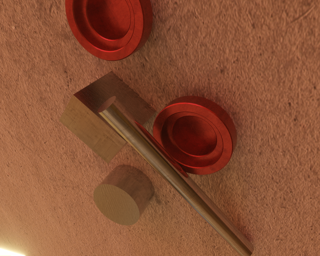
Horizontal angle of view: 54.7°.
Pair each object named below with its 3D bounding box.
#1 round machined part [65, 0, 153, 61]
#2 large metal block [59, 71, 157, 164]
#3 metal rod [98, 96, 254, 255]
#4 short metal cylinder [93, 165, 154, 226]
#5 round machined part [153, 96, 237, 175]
[{"bbox_3d":[-0.052,-0.128,0.344,0.098,0.042,0.097,13,124,21],"label":"round machined part"},{"bbox_3d":[-0.064,-0.016,0.395,0.080,0.080,0.050,42,129,-1],"label":"large metal block"},{"bbox_3d":[0.035,0.076,0.388,0.025,0.025,0.300,-22,122,36],"label":"metal rod"},{"bbox_3d":[-0.056,0.105,0.485,0.080,0.050,0.079,13,124,21],"label":"short metal cylinder"},{"bbox_3d":[0.045,0.005,0.376,0.098,0.042,0.097,13,124,21],"label":"round machined part"}]
